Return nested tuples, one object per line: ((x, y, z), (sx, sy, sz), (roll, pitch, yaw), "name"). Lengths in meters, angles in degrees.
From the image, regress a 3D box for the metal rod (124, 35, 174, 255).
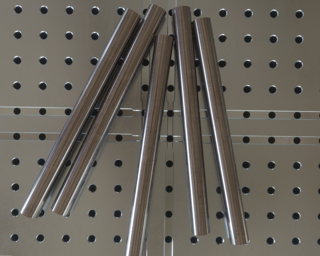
((-0.015, 0.027, 0.413), (0.025, 0.025, 0.298), (8, 90, 0), "metal rod")

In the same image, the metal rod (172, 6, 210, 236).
((0.042, -0.009, 0.414), (0.025, 0.025, 0.298), (-5, 90, 0), "metal rod")

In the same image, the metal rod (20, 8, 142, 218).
((-0.104, -0.019, 0.412), (0.025, 0.025, 0.299), (28, 90, 0), "metal rod")

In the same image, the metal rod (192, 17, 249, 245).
((0.081, 0.004, 0.414), (0.025, 0.025, 0.299), (-10, 90, 0), "metal rod")

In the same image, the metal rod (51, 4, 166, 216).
((-0.068, -0.024, 0.413), (0.025, 0.025, 0.299), (26, 90, 0), "metal rod")
